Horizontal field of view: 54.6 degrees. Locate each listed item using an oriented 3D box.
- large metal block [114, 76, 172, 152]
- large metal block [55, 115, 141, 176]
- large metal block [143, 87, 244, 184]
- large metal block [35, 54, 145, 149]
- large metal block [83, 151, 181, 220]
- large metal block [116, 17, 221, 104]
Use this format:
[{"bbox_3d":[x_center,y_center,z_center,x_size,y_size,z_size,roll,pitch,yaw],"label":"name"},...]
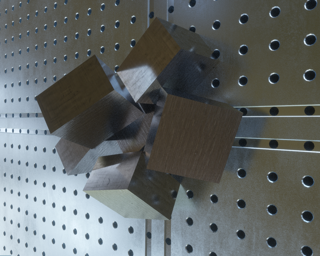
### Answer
[{"bbox_3d":[-0.020,-0.012,0.413,0.080,0.050,0.080,-47,62,30],"label":"large metal block"},{"bbox_3d":[-0.089,0.021,0.447,0.080,0.081,0.050,-46,63,30],"label":"large metal block"},{"bbox_3d":[0.032,0.007,0.338,0.050,0.080,0.080,-115,39,-73],"label":"large metal block"},{"bbox_3d":[-0.077,-0.025,0.356,0.080,0.080,0.050,-34,67,8],"label":"large metal block"},{"bbox_3d":[-0.035,0.075,0.394,0.080,0.080,0.050,-11,47,39],"label":"large metal block"},{"bbox_3d":[0.010,-0.073,0.366,0.080,0.081,0.050,-47,63,30],"label":"large metal block"}]
